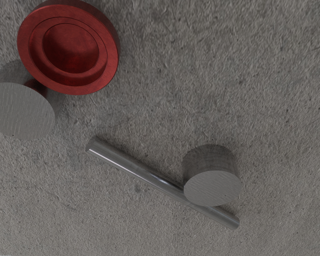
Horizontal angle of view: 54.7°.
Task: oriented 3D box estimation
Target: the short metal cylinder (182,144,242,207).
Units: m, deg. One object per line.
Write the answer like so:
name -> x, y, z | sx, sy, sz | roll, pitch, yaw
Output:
short metal cylinder -> 0.073, 0.070, 0.451 | 0.081, 0.050, 0.079 | 0, 130, 0

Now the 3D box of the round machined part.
round machined part -> -0.090, -0.086, 0.322 | 0.099, 0.042, 0.097 | 0, 130, 0

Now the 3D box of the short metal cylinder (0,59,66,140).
short metal cylinder -> -0.157, -0.032, 0.361 | 0.081, 0.050, 0.079 | 0, 130, 0

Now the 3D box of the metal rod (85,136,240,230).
metal rod -> 0.019, 0.096, 0.488 | 0.301, 0.025, 0.025 | 33, 123, -25
